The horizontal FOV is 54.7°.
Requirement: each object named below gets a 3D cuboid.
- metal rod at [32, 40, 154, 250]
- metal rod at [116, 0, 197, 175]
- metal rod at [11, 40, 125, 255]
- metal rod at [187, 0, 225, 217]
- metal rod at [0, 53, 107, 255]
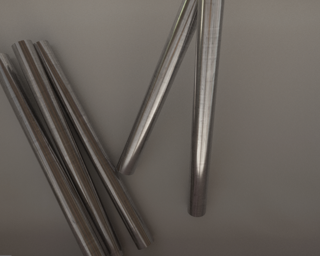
[{"bbox_3d":[-0.089,0.022,0.410,0.025,0.025,0.299,-28,90,0],"label":"metal rod"},{"bbox_3d":[0.009,-0.068,0.350,0.025,0.025,0.298,24,115,0],"label":"metal rod"},{"bbox_3d":[-0.116,0.032,0.399,0.025,0.025,0.299,-23,95,0],"label":"metal rod"},{"bbox_3d":[0.049,-0.022,0.345,0.025,0.025,0.298,0,118,0],"label":"metal rod"},{"bbox_3d":[-0.142,0.039,0.393,0.025,0.025,0.299,-28,84,0],"label":"metal rod"}]
